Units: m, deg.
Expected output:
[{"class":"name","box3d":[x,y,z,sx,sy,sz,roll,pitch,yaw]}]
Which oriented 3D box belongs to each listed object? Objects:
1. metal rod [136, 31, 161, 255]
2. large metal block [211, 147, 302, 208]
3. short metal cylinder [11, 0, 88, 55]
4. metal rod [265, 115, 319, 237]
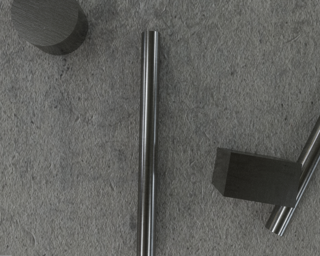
[{"class":"metal rod","box3d":[-0.015,0.024,0.409,0.025,0.025,0.298,1,90,0]},{"class":"large metal block","box3d":[0.114,0.058,0.383,0.080,0.080,0.050,10,90,0]},{"class":"short metal cylinder","box3d":[-0.138,-0.138,0.396,0.081,0.050,0.079,0,90,0]},{"class":"metal rod","box3d":[0.217,0.003,0.411,0.025,0.025,0.299,26,90,0]}]
